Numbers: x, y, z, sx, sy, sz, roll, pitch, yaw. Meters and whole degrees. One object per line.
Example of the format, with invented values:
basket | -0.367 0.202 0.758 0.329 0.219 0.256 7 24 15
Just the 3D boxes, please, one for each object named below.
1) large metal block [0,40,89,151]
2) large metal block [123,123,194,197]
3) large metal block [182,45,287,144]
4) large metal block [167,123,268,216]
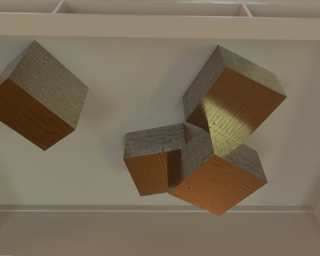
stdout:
large metal block | -0.132 -0.036 0.341 0.050 0.080 0.080 -31 124 23
large metal block | 0.002 0.045 0.432 0.080 0.050 0.080 -11 130 8
large metal block | 0.083 -0.037 0.363 0.080 0.050 0.080 21 127 -18
large metal block | 0.065 0.053 0.373 0.080 0.050 0.080 28 124 -23
